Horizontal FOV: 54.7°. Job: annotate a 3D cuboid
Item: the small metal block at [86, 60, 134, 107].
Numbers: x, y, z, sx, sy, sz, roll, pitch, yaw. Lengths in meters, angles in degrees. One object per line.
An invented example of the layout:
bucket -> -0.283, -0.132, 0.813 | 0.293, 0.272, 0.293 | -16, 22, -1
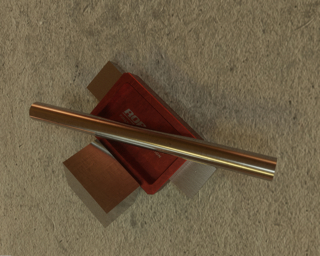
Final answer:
small metal block -> -0.065, -0.057, 0.432 | 0.050, 0.025, 0.050 | 46, 104, 14

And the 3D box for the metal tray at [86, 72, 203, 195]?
metal tray -> -0.021, 0.006, 0.387 | 0.130, 0.030, 0.090 | 45, 104, 14

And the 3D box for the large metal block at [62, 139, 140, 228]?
large metal block -> -0.076, 0.073, 0.397 | 0.050, 0.080, 0.080 | -38, 74, -27

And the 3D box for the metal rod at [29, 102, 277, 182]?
metal rod -> -0.024, 0.010, 0.359 | 0.301, 0.025, 0.025 | 13, 94, 19

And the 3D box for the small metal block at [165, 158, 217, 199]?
small metal block -> 0.039, 0.053, 0.396 | 0.050, 0.025, 0.050 | 40, 102, 15
